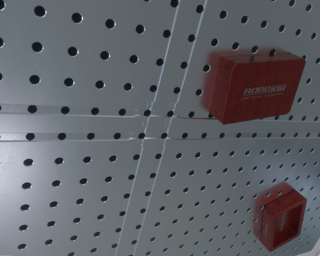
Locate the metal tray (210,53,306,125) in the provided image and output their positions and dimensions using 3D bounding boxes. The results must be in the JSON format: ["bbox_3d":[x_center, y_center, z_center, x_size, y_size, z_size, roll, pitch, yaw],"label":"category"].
[{"bbox_3d":[0.142,-0.058,0.449,0.131,0.030,0.089,-9,123,-24],"label":"metal tray"}]

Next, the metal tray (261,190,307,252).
[{"bbox_3d":[0.271,0.207,0.684,0.091,0.030,0.129,-21,127,-16],"label":"metal tray"}]
